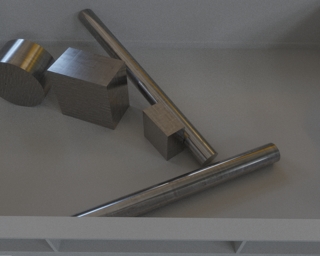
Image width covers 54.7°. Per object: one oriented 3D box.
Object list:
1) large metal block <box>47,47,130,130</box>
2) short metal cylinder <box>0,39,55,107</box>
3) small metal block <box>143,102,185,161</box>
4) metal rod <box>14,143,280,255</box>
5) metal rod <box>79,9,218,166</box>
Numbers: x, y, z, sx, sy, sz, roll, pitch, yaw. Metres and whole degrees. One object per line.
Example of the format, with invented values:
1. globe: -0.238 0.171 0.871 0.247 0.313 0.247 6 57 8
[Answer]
1. large metal block: -0.090 -0.051 0.411 0.080 0.080 0.050 16 52 13
2. short metal cylinder: -0.190 -0.075 0.430 0.080 0.080 0.050 7 51 6
3. small metal block: 0.004 0.004 0.385 0.025 0.050 0.050 -30 56 -22
4. metal rod: 0.000 0.074 0.342 0.302 0.025 0.025 -18 53 -15
5. metal rod: -0.028 -0.069 0.430 0.025 0.025 0.300 -30 66 -23
